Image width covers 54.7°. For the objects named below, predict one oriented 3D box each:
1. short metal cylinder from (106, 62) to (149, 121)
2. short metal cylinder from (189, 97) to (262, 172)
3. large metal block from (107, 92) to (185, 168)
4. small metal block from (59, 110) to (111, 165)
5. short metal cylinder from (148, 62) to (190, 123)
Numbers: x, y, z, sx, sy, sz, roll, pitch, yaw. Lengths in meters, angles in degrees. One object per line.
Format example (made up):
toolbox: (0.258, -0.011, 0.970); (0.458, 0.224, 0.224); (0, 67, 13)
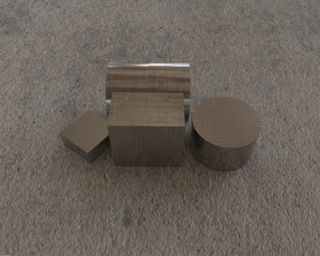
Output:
short metal cylinder: (-0.039, -0.046, 0.408); (0.050, 0.080, 0.080); (1, 50, 0)
short metal cylinder: (0.078, 0.007, 0.383); (0.081, 0.050, 0.080); (0, 50, 0)
large metal block: (-0.014, 0.004, 0.366); (0.081, 0.080, 0.050); (1, 50, 0)
small metal block: (-0.089, 0.011, 0.396); (0.050, 0.025, 0.050); (31, 56, 23)
short metal cylinder: (0.011, -0.046, 0.408); (0.050, 0.080, 0.080); (1, 50, 0)
